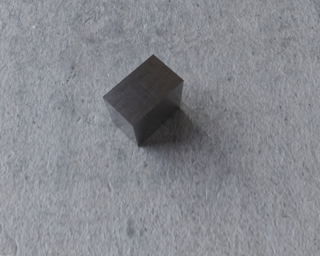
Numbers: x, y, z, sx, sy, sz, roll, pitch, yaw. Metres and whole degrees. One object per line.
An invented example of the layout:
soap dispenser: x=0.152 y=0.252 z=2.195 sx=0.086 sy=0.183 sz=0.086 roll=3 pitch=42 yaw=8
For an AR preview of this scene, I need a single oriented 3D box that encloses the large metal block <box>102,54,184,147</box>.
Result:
large metal block: x=-0.019 y=-0.031 z=0.390 sx=0.080 sy=0.080 sz=0.050 roll=-43 pitch=76 yaw=-14
